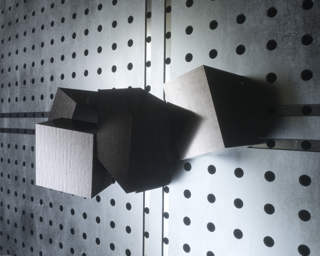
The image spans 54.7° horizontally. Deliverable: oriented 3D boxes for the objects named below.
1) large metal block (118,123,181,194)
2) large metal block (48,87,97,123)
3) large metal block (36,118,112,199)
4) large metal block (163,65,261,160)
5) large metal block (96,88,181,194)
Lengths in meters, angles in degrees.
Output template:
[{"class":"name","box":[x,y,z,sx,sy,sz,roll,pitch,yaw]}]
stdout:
[{"class":"large metal block","box":[-0.024,0.026,0.410,0.080,0.050,0.079,39,114,32]},{"class":"large metal block","box":[-0.117,-0.011,0.466,0.050,0.081,0.079,37,112,33]},{"class":"large metal block","box":[-0.107,0.035,0.394,0.080,0.050,0.079,9,104,18]},{"class":"large metal block","box":[0.056,-0.014,0.326,0.050,0.081,0.080,-21,77,38]},{"class":"large metal block","box":[-0.027,0.008,0.323,0.080,0.050,0.079,35,126,50]}]
